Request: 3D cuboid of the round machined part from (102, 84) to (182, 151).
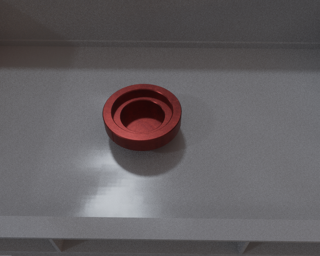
[{"bbox_3d":[-0.022,-0.009,0.402,0.099,0.042,0.098,0,50,0],"label":"round machined part"}]
